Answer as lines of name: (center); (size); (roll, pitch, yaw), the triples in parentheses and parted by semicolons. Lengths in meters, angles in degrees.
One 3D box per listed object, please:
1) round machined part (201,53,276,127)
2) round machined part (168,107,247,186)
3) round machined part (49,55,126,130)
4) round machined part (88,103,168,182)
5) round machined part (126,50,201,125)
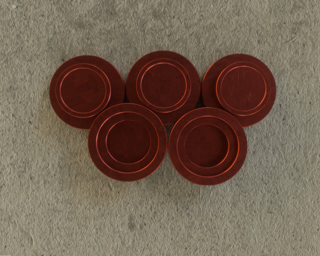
round machined part: (0.103, -0.049, 0.404); (0.099, 0.042, 0.097); (0, 90, -1)
round machined part: (0.059, 0.023, 0.403); (0.099, 0.042, 0.097); (0, 90, -1)
round machined part: (-0.095, -0.046, 0.401); (0.099, 0.042, 0.097); (0, 90, -1)
round machined part: (-0.040, 0.018, 0.402); (0.099, 0.042, 0.097); (0, 90, -1)
round machined part: (0.004, -0.053, 0.403); (0.099, 0.042, 0.097); (0, 90, -1)
